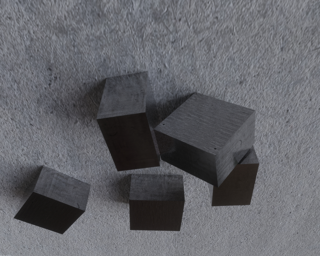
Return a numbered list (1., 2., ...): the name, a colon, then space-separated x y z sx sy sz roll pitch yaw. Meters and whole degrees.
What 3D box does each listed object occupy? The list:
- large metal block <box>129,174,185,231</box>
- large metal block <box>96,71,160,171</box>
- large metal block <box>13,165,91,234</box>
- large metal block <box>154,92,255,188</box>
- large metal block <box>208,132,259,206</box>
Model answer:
1. large metal block: -0.006 0.119 0.492 0.081 0.050 0.079 2 130 -2
2. large metal block: -0.032 -0.008 0.364 0.050 0.080 0.080 -8 130 7
3. large metal block: -0.168 0.115 0.487 0.080 0.050 0.080 29 124 -23
4. large metal block: 0.053 0.010 0.358 0.080 0.080 0.050 23 141 36
5. large metal block: 0.091 0.046 0.411 0.050 0.080 0.080 -3 130 2
